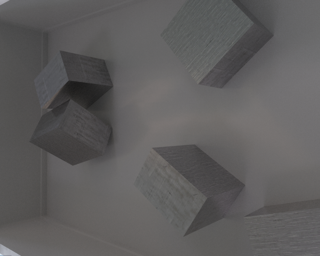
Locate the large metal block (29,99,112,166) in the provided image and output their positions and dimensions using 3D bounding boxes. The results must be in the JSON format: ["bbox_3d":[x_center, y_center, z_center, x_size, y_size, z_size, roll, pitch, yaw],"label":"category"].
[{"bbox_3d":[-0.135,0.010,0.473,0.080,0.080,0.050,-20,45,38],"label":"large metal block"}]

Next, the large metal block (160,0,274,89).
[{"bbox_3d":[0.060,-0.102,0.341,0.080,0.050,0.080,-47,62,29],"label":"large metal block"}]

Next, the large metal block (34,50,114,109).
[{"bbox_3d":[-0.134,-0.070,0.482,0.080,0.081,0.050,-33,70,35],"label":"large metal block"}]

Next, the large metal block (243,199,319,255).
[{"bbox_3d":[0.133,0.111,0.280,0.080,0.050,0.080,-21,77,38],"label":"large metal block"}]

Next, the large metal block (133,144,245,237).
[{"bbox_3d":[0.033,0.063,0.344,0.080,0.081,0.050,40,114,33],"label":"large metal block"}]
